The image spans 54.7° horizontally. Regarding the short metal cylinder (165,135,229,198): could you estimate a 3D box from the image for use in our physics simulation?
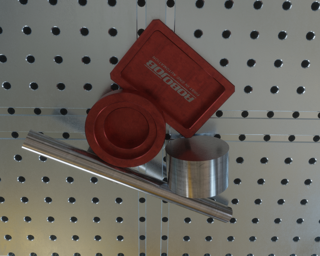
[{"bbox_3d":[0.048,0.047,0.401,0.081,0.080,0.050,-4,110,1],"label":"short metal cylinder"}]

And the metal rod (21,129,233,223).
[{"bbox_3d":[-0.030,0.072,0.418,0.302,0.025,0.025,24,108,-18],"label":"metal rod"}]

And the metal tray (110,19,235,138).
[{"bbox_3d":[0.016,-0.060,0.388,0.130,0.030,0.090,38,105,-13],"label":"metal tray"}]

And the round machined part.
[{"bbox_3d":[-0.041,-0.002,0.394,0.099,0.042,0.097,0,110,1],"label":"round machined part"}]

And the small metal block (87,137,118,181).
[{"bbox_3d":[-0.076,0.040,0.427,0.050,0.025,0.050,27,108,-10],"label":"small metal block"}]
